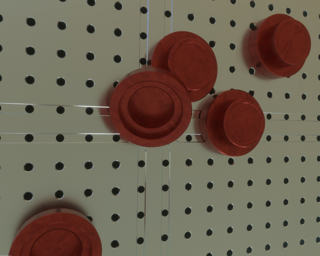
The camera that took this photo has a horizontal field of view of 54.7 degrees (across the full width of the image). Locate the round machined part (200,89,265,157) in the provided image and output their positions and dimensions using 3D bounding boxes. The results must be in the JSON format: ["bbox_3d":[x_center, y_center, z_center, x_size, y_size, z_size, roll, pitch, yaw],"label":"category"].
[{"bbox_3d":[0.111,-0.007,0.446,0.099,0.042,0.097,0,90,-21],"label":"round machined part"}]

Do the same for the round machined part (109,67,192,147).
[{"bbox_3d":[-0.011,-0.028,0.385,0.099,0.042,0.097,1,116,1],"label":"round machined part"}]

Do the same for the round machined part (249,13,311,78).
[{"bbox_3d":[0.190,-0.127,0.476,0.099,0.042,0.097,0,90,-21],"label":"round machined part"}]

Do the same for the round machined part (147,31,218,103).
[{"bbox_3d":[0.035,-0.082,0.418,0.099,0.042,0.097,0,90,-21],"label":"round machined part"}]

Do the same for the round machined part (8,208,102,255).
[{"bbox_3d":[-0.120,0.142,0.360,0.099,0.042,0.097,0,90,-21],"label":"round machined part"}]
